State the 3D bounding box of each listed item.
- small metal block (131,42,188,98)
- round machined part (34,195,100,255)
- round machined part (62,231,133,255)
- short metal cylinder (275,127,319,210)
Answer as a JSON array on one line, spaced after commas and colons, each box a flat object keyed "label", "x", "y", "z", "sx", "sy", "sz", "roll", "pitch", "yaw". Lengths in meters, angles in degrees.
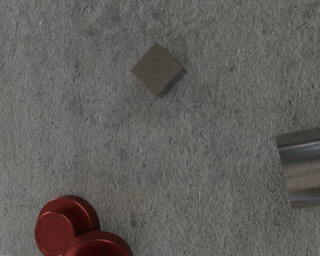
[{"label": "small metal block", "x": -0.001, "y": -0.076, "z": 0.409, "sx": 0.050, "sy": 0.025, "sz": 0.050, "roll": -46, "pitch": 76, "yaw": 14}, {"label": "round machined part", "x": -0.140, "y": 0.150, "z": 0.448, "sx": 0.098, "sy": 0.042, "sz": 0.097, "roll": 0, "pitch": 90, "yaw": 19}, {"label": "round machined part", "x": -0.084, "y": 0.190, "z": 0.406, "sx": 0.099, "sy": 0.042, "sz": 0.097, "roll": -2, "pitch": 105, "yaw": -5}, {"label": "short metal cylinder", "x": 0.156, "y": 0.042, "z": 0.325, "sx": 0.050, "sy": 0.080, "sz": 0.080, "roll": -13, "pitch": 86, "yaw": 19}]
